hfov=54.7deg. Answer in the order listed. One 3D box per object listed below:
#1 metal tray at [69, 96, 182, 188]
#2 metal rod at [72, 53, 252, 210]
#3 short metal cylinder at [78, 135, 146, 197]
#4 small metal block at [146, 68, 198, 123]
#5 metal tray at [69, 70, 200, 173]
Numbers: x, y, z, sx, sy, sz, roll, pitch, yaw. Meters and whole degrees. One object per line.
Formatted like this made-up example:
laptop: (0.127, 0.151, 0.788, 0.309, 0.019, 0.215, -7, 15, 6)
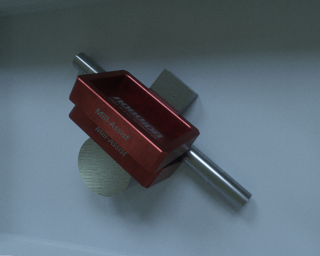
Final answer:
metal tray: (-0.039, 0.014, 0.387, 0.130, 0.090, 0.030, 41, 103, 15)
metal rod: (-0.007, -0.005, 0.412, 0.300, 0.025, 0.025, 41, 103, 15)
short metal cylinder: (-0.060, 0.045, 0.410, 0.080, 0.050, 0.079, 4, 98, 24)
small metal block: (0.013, -0.041, 0.404, 0.050, 0.025, 0.050, 42, 103, 14)
metal tray: (-0.027, -0.015, 0.356, 0.130, 0.091, 0.030, 41, 120, 15)
